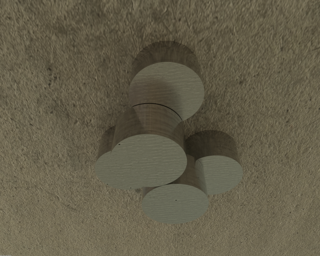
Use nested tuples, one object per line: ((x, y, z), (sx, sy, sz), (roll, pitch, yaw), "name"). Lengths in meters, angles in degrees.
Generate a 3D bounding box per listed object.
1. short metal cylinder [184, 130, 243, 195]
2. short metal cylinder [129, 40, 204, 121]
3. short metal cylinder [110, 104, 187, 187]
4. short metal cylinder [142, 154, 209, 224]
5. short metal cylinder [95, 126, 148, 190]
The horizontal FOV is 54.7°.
((0.071, 0.049, 0.434), (0.081, 0.050, 0.079), (0, 130, 0), "short metal cylinder")
((0.007, -0.051, 0.349), (0.081, 0.050, 0.079), (0, 130, 0), "short metal cylinder")
((-0.012, 0.020, 0.342), (0.080, 0.050, 0.079), (0, 130, 0), "short metal cylinder")
((0.018, 0.077, 0.391), (0.081, 0.050, 0.079), (-1, 130, 0), "short metal cylinder")
((-0.045, 0.040, 0.426), (0.081, 0.050, 0.079), (0, 130, 0), "short metal cylinder")
